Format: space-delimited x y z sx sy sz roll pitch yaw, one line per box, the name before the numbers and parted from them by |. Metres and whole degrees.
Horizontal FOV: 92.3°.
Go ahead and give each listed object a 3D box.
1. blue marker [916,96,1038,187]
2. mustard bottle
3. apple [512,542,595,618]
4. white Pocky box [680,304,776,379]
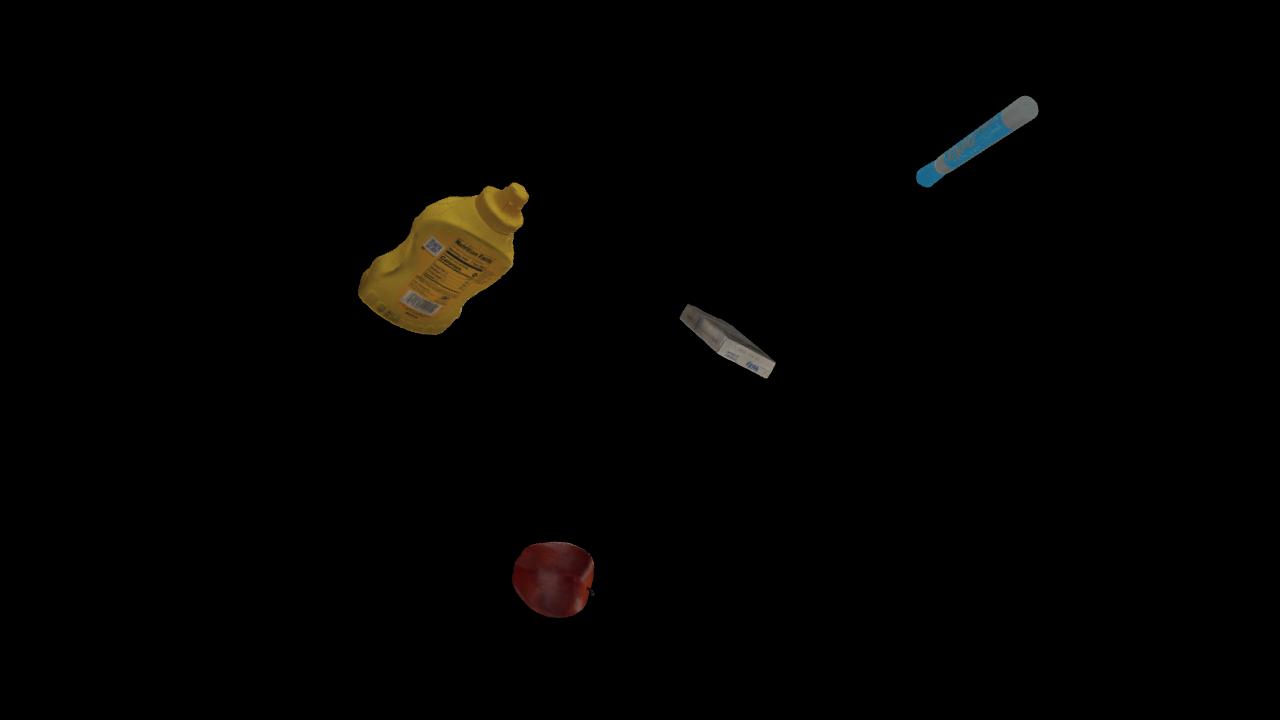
blue marker | 0.268 -0.173 0.501 0.020 0.020 0.121 0 -9 -12
mustard bottle | -0.163 -0.095 0.548 0.184 0.054 0.092 -34 -50 28
apple | -0.094 0.242 0.681 0.093 0.079 0.079 14 2 10
white Pocky box | 0.113 -0.029 0.817 0.084 0.028 0.154 25 12 -21
